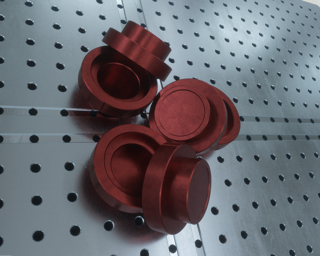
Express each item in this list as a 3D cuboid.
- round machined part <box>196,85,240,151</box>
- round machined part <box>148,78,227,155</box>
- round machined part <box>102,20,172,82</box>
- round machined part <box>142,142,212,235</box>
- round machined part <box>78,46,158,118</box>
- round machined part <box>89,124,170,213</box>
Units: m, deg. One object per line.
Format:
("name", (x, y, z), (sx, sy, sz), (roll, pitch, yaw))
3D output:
("round machined part", (0.060, -0.012, 0.436), (0.099, 0.042, 0.098), (13, 56, -21))
("round machined part", (0.031, -0.015, 0.384), (0.098, 0.098, 0.042), (63, 12, 17))
("round machined part", (-0.024, -0.106, 0.413), (0.098, 0.042, 0.098), (33, 7, -4))
("round machined part", (0.024, 0.065, 0.333), (0.099, 0.042, 0.097), (-15, 107, -60))
("round machined part", (-0.056, -0.054, 0.399), (0.099, 0.042, 0.098), (13, 56, -21))
("round machined part", (-0.031, 0.048, 0.350), (0.099, 0.042, 0.098), (13, 56, -21))
